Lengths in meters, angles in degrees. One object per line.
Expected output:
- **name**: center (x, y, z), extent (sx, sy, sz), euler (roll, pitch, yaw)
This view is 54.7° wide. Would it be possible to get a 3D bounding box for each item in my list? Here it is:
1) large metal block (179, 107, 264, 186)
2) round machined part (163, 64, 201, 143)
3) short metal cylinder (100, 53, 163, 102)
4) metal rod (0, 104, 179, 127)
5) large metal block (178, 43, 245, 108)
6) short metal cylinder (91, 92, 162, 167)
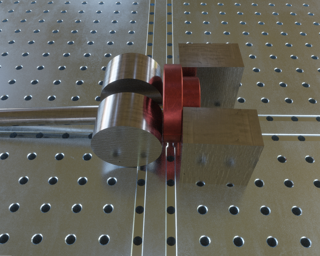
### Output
- **large metal block**: center (0.064, 0.023, 0.354), extent (0.080, 0.080, 0.050), euler (2, 50, 2)
- **round machined part**: center (0.026, -0.030, 0.385), extent (0.042, 0.097, 0.098), euler (1, 50, 1)
- **short metal cylinder**: center (-0.036, -0.053, 0.416), extent (0.080, 0.080, 0.050), euler (1, 51, 0)
- **metal rod**: center (-0.119, -0.016, 0.405), extent (0.302, 0.025, 0.025), euler (-1, 50, 4)
- **large metal block**: center (0.065, -0.069, 0.431), extent (0.081, 0.080, 0.050), euler (0, 50, 0)
- **short metal cylinder**: center (-0.037, 0.004, 0.367), extent (0.080, 0.080, 0.050), euler (1, 51, 1)
